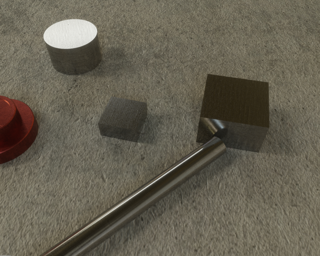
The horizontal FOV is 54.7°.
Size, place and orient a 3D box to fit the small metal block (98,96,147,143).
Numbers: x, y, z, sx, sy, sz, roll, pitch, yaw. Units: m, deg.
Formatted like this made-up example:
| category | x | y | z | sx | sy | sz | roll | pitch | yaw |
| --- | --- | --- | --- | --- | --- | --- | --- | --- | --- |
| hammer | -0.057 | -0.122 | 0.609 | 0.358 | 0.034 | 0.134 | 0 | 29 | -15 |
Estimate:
| category | x | y | z | sx | sy | sz | roll | pitch | yaw |
| --- | --- | --- | --- | --- | --- | --- | --- | --- | --- |
| small metal block | -0.048 | -0.012 | 0.413 | 0.050 | 0.025 | 0.050 | 11 | 51 | 8 |

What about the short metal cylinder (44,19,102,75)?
| category | x | y | z | sx | sy | sz | roll | pitch | yaw |
| --- | --- | --- | --- | --- | --- | --- | --- | --- | --- |
| short metal cylinder | -0.137 | -0.130 | 0.494 | 0.081 | 0.050 | 0.080 | 0 | 50 | 0 |

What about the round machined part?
| category | x | y | z | sx | sy | sz | roll | pitch | yaw |
| --- | --- | --- | --- | --- | --- | --- | --- | --- | --- |
| round machined part | -0.212 | -0.004 | 0.393 | 0.099 | 0.042 | 0.098 | 0 | 50 | 0 |

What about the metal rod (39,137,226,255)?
| category | x | y | z | sx | sy | sz | roll | pitch | yaw |
| --- | --- | --- | --- | --- | --- | --- | --- | --- | --- |
| metal rod | -0.044 | 0.093 | 0.324 | 0.302 | 0.025 | 0.025 | -31 | 57 | -24 |

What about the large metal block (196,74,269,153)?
| category | x | y | z | sx | sy | sz | roll | pitch | yaw |
| --- | --- | --- | --- | --- | --- | --- | --- | --- | --- |
| large metal block | 0.095 | -0.021 | 0.406 | 0.080 | 0.050 | 0.080 | 9 | 51 | 7 |
